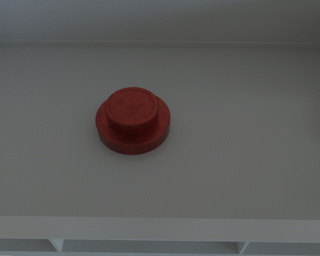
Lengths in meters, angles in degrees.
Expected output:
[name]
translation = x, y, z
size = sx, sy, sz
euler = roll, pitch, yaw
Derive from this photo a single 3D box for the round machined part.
[round machined part]
translation = -0.036, -0.016, 0.408
size = 0.099, 0.042, 0.098
euler = 0, 50, 0
